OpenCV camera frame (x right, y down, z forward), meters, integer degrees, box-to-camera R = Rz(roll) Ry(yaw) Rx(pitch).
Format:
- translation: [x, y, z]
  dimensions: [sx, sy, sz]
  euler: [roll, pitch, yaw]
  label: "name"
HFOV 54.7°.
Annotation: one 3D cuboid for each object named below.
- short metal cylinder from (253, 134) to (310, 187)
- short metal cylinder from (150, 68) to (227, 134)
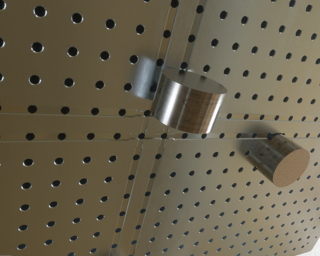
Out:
- translation: [0.214, 0.058, 0.548]
  dimensions: [0.081, 0.050, 0.079]
  euler: [-14, 124, -21]
  label: "short metal cylinder"
- translation: [0.034, -0.034, 0.373]
  dimensions: [0.081, 0.080, 0.050]
  euler: [3, 117, -30]
  label: "short metal cylinder"
